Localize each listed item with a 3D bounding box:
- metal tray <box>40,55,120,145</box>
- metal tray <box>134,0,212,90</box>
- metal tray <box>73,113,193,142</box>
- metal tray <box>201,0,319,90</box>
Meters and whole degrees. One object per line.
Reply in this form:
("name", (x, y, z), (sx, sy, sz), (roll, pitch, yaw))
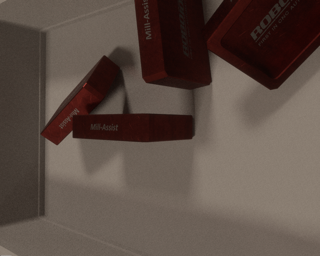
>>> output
("metal tray", (-0.120, -0.041, 0.464), (0.130, 0.030, 0.090), (-38, 24, 33))
("metal tray", (0.015, -0.113, 0.350), (0.030, 0.091, 0.129), (-10, 84, 39))
("metal tray", (-0.036, -0.001, 0.391), (0.130, 0.091, 0.030), (1, 91, 39))
("metal tray", (0.111, -0.106, 0.271), (0.129, 0.090, 0.030), (-51, 26, 27))
